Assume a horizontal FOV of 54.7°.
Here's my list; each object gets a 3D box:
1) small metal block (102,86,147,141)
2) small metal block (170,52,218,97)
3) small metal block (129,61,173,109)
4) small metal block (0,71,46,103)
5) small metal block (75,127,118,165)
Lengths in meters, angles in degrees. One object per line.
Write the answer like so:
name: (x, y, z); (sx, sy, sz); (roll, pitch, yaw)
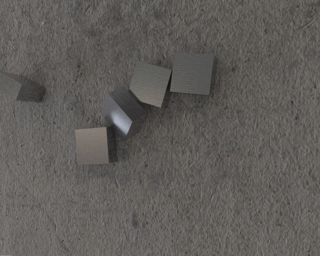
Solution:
small metal block: (-0.049, -0.019, 0.412); (0.050, 0.025, 0.050); (48, 145, 13)
small metal block: (0.043, -0.068, 0.394); (0.050, 0.025, 0.050); (8, 93, 19)
small metal block: (-0.010, -0.057, 0.413); (0.050, 0.025, 0.050); (18, 96, 19)
small metal block: (-0.213, -0.062, 0.471); (0.050, 0.050, 0.025); (28, 99, 18)
small metal block: (-0.090, 0.025, 0.441); (0.050, 0.025, 0.050); (-5, 88, 20)
